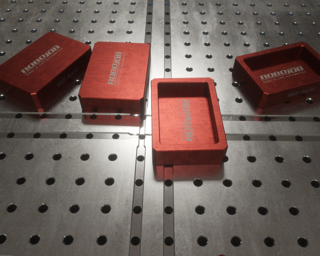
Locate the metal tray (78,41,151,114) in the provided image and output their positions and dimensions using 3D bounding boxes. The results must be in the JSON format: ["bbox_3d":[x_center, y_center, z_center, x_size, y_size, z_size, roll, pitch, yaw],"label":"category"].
[{"bbox_3d":[-0.064,-0.080,0.471,0.091,0.030,0.130,3,50,2],"label":"metal tray"}]

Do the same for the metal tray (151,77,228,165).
[{"bbox_3d":[0.034,-0.014,0.416,0.091,0.030,0.130,-1,50,-2],"label":"metal tray"}]

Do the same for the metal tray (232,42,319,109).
[{"bbox_3d":[0.191,-0.085,0.478,0.131,0.030,0.090,-15,52,-13],"label":"metal tray"}]

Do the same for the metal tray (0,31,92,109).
[{"bbox_3d":[-0.178,-0.095,0.482,0.090,0.030,0.130,24,54,18],"label":"metal tray"}]
